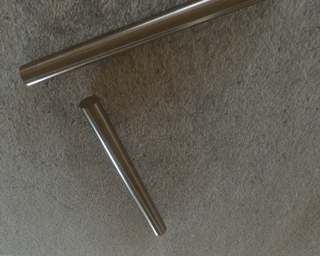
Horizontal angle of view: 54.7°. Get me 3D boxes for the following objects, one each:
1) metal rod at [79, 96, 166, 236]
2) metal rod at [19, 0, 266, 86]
[{"bbox_3d":[-0.044,0.077,0.471,0.025,0.025,0.299,-13,129,10],"label":"metal rod"},{"bbox_3d":[-0.011,-0.102,0.320,0.301,0.025,0.025,-17,128,13],"label":"metal rod"}]
